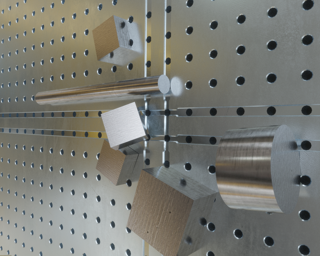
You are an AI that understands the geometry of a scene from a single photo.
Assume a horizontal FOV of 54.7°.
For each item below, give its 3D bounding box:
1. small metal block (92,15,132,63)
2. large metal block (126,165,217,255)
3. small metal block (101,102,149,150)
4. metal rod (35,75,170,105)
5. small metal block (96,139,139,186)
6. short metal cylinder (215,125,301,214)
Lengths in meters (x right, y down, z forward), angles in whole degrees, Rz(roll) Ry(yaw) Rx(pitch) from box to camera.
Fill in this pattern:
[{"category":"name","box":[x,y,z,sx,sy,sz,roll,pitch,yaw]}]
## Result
[{"category":"small metal block","box":[-0.073,-0.133,0.467,0.050,0.025,0.050,-19,78,38]},{"category":"large metal block","box":[0.013,0.101,0.381,0.080,0.050,0.079,25,105,37]},{"category":"small metal block","box":[-0.049,-0.002,0.432,0.050,0.025,0.050,-20,75,3]},{"category":"metal rod","box":[-0.111,-0.057,0.497,0.300,0.025,0.025,0,90,39]},{"category":"small metal block","box":[-0.065,0.050,0.460,0.050,0.025,0.050,31,110,35]},{"category":"short metal cylinder","box":[0.095,0.038,0.294,0.050,0.081,0.080,-6,87,39]}]
